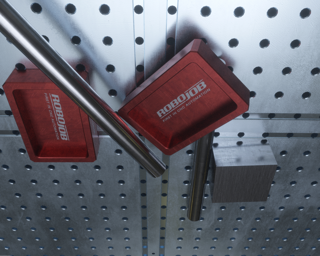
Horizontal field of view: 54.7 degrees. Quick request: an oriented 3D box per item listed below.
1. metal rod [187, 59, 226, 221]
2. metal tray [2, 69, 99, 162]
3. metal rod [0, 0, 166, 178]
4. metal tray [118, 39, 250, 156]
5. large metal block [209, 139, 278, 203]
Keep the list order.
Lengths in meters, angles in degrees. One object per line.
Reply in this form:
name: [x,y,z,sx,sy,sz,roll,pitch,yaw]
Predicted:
metal rod: [0.060,0.039,0.446,0.025,0.025,0.298,0,130,-1]
metal tray: [-0.132,-0.011,0.396,0.091,0.030,0.129,0,130,-1]
metal rod: [-0.082,-0.033,0.342,0.025,0.025,0.300,-26,129,20]
metal tray: [0.025,-0.029,0.360,0.090,0.030,0.130,42,129,-18]
large metal block: [0.116,0.063,0.451,0.081,0.050,0.079,-2,130,1]
